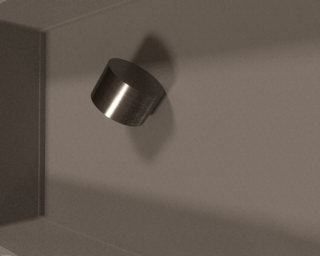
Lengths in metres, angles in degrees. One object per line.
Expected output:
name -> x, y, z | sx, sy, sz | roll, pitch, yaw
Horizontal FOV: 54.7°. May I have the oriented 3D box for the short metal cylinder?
short metal cylinder -> -0.042, -0.047, 0.404 | 0.080, 0.081, 0.050 | 50, 119, 28
